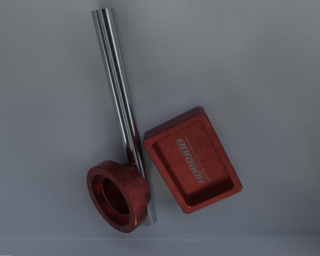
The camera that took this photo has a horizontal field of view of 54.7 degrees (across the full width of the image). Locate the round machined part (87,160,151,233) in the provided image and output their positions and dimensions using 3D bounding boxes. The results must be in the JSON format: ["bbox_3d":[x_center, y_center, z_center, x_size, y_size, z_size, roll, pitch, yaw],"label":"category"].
[{"bbox_3d":[-0.051,0.087,0.416,0.098,0.042,0.097,24,127,36],"label":"round machined part"}]

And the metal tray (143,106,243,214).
[{"bbox_3d":[0.046,0.047,0.426,0.090,0.030,0.130,-27,108,9],"label":"metal tray"}]

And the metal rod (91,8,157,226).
[{"bbox_3d":[-0.042,0.000,0.410,0.025,0.025,0.298,-9,110,3],"label":"metal rod"}]
